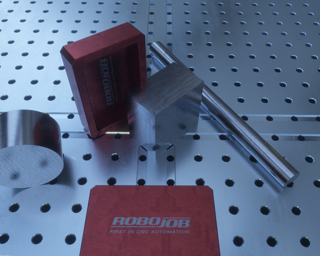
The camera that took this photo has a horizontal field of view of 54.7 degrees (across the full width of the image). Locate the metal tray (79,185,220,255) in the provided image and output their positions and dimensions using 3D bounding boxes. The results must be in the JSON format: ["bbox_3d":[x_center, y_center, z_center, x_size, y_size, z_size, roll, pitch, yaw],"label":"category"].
[{"bbox_3d":[-0.009,0.105,0.316,0.131,0.030,0.090,0,50,0],"label":"metal tray"}]

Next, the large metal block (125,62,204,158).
[{"bbox_3d":[0.006,-0.023,0.391,0.080,0.080,0.050,-37,59,-27],"label":"large metal block"}]

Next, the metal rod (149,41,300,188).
[{"bbox_3d":[0.072,-0.037,0.438,0.025,0.025,0.300,-26,55,-20],"label":"metal rod"}]

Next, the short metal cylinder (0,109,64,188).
[{"bbox_3d":[-0.153,0.025,0.350,0.081,0.080,0.050,-12,51,-10],"label":"short metal cylinder"}]

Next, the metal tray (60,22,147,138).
[{"bbox_3d":[-0.061,-0.055,0.385,0.091,0.129,0.030,-29,56,-22],"label":"metal tray"}]
